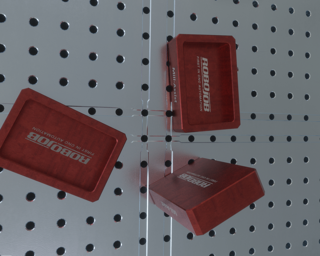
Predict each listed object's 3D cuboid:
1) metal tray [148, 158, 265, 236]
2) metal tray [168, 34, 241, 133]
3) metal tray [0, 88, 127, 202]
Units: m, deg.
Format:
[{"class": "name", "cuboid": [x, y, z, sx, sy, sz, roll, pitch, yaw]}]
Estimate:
[{"class": "metal tray", "cuboid": [0.049, 0.075, 0.375, 0.091, 0.130, 0.030, -26, 99, -18]}, {"class": "metal tray", "cuboid": [0.062, -0.061, 0.432, 0.091, 0.030, 0.129, -4, 92, -20]}, {"class": "metal tray", "cuboid": [-0.117, 0.022, 0.366, 0.131, 0.030, 0.090, 27, 81, -18]}]
